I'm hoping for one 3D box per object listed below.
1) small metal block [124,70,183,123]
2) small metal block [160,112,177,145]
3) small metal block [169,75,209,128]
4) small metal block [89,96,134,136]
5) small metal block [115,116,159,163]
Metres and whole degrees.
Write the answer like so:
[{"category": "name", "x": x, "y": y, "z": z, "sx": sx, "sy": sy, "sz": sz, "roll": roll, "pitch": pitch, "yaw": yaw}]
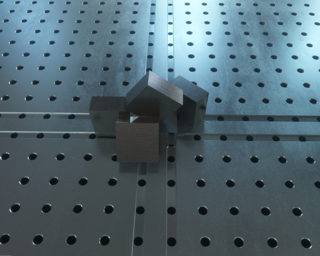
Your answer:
[{"category": "small metal block", "x": -0.008, "y": -0.034, "z": 0.375, "sx": 0.050, "sy": 0.050, "sz": 0.025, "roll": 27, "pitch": 45, "yaw": -26}, {"category": "small metal block", "x": -0.003, "y": -0.006, "z": 0.412, "sx": 0.050, "sy": 0.025, "sz": 0.050, "roll": 2, "pitch": 50, "yaw": 0}, {"category": "small metal block", "x": 0.036, "y": -0.036, "z": 0.422, "sx": 0.050, "sy": 0.050, "sz": 0.025, "roll": 36, "pitch": 58, "yaw": 26}, {"category": "small metal block", "x": -0.061, "y": -0.014, "z": 0.403, "sx": 0.050, "sy": 0.050, "sz": 0.025, "roll": 1, "pitch": 51, "yaw": 1}, {"category": "small metal block", "x": -0.026, "y": 0.014, "z": 0.377, "sx": 0.050, "sy": 0.050, "sz": 0.025, "roll": 1, "pitch": 18, "yaw": 1}]
